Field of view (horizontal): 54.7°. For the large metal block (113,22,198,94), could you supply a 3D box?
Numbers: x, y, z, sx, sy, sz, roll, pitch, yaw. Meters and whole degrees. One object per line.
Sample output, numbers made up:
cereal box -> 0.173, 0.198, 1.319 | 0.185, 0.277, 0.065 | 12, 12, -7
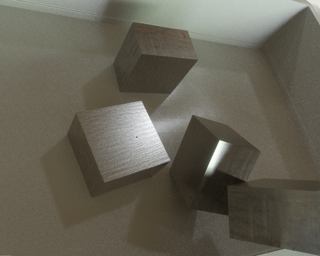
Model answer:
large metal block -> -0.009, -0.090, 0.421 | 0.081, 0.080, 0.050 | -1, 63, -29

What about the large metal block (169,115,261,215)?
large metal block -> 0.058, 0.040, 0.356 | 0.050, 0.079, 0.080 | 16, 16, -19

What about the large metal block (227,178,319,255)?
large metal block -> 0.122, 0.079, 0.299 | 0.081, 0.080, 0.050 | 3, 84, -47

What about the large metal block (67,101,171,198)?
large metal block -> -0.048, 0.022, 0.350 | 0.081, 0.050, 0.080 | -14, 69, -34
